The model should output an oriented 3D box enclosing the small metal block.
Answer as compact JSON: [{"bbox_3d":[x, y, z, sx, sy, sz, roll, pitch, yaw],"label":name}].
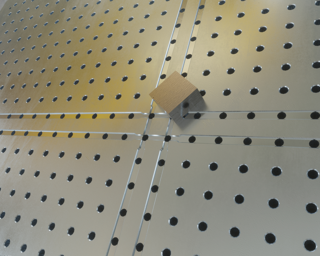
[{"bbox_3d":[0.021,-0.043,0.424,0.050,0.025,0.050,-42,51,-1],"label":"small metal block"}]
